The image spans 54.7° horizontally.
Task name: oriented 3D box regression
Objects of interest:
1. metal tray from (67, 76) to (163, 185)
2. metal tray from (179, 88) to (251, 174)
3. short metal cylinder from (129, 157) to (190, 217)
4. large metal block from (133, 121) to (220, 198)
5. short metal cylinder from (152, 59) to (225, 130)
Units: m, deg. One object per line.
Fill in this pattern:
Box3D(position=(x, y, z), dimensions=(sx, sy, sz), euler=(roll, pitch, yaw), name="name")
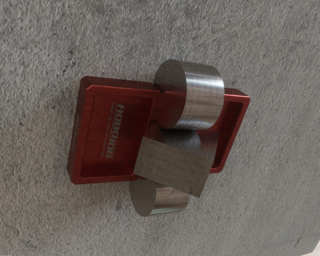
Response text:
Box3D(position=(-0.057, 0.006, 0.378), dimensions=(0.091, 0.030, 0.129), euler=(1, 118, -29), name="metal tray")
Box3D(position=(0.066, 0.006, 0.445), dimensions=(0.091, 0.030, 0.129), euler=(1, 118, -29), name="metal tray")
Box3D(position=(-0.002, 0.076, 0.419), dimensions=(0.050, 0.080, 0.079), euler=(2, 118, -30), name="short metal cylinder")
Box3D(position=(0.023, 0.029, 0.377), dimensions=(0.080, 0.080, 0.050), euler=(19, 115, 7), name="large metal block")
Box3D(position=(0.030, -0.038, 0.366), dimensions=(0.050, 0.080, 0.079), euler=(2, 118, -30), name="short metal cylinder")
